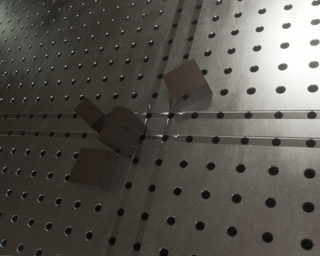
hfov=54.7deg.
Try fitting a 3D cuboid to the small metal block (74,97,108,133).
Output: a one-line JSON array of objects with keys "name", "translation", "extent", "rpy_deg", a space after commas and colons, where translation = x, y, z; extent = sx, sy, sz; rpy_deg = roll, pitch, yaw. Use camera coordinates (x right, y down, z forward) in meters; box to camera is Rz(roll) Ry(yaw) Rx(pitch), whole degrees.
[{"name": "small metal block", "translation": [-0.088, -0.011, 0.444], "extent": [0.025, 0.050, 0.050], "rpy_deg": [-48, 52, -5]}]

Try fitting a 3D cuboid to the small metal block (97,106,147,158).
[{"name": "small metal block", "translation": [-0.049, 0.006, 0.413], "extent": [0.025, 0.050, 0.050], "rpy_deg": [13, 68, 33]}]

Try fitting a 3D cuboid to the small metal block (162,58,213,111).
[{"name": "small metal block", "translation": [0.037, -0.060, 0.425], "extent": [0.050, 0.025, 0.050], "rpy_deg": [-28, 52, 10]}]

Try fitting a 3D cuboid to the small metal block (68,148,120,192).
[{"name": "small metal block", "translation": [-0.089, 0.056, 0.419], "extent": [0.050, 0.025, 0.050], "rpy_deg": [3, 63, 29]}]
